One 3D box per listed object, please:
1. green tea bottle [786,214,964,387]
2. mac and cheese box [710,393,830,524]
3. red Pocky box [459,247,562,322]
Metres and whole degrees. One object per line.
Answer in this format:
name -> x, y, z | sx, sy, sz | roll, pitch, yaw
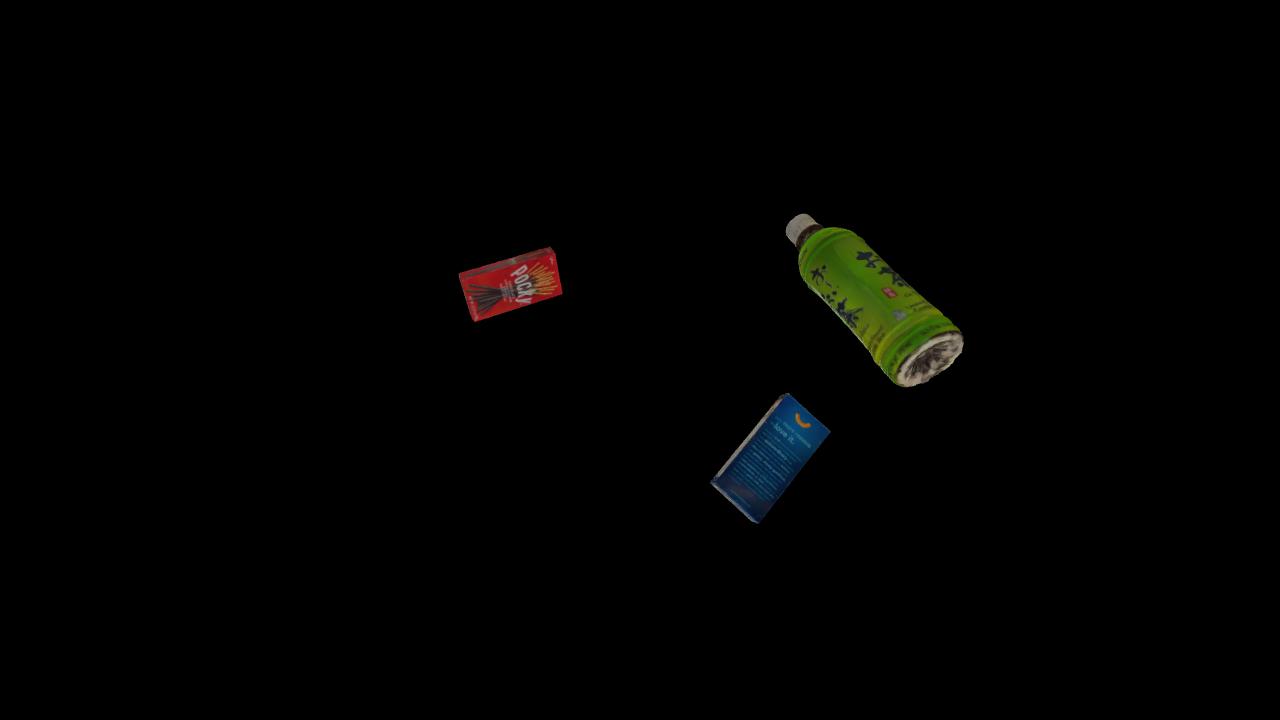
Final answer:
green tea bottle -> 0.206, -0.069, 0.583 | 0.073, 0.073, 0.212 | 0, 41, -31
mac and cheese box -> 0.201, 0.151, 0.954 | 0.093, 0.184, 0.041 | 42, -11, 1
red Pocky box -> -0.204, -0.122, 0.988 | 0.155, 0.083, 0.028 | -20, 42, -16
